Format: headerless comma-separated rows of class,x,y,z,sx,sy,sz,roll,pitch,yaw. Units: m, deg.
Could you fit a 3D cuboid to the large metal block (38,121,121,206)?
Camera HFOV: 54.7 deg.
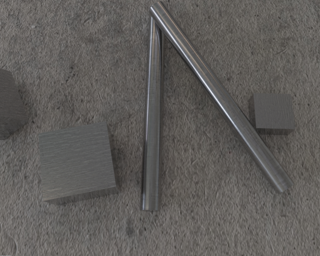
large metal block,-0.096,0.044,0.378,0.081,0.050,0.080,-11,70,-4

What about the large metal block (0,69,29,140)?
large metal block,-0.224,-0.034,0.382,0.050,0.080,0.080,-33,71,19

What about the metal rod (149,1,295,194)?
metal rod,0.075,-0.049,0.412,0.025,0.025,0.299,-31,78,-11

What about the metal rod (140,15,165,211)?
metal rod,-0.008,-0.041,0.423,0.025,0.025,0.299,2,70,0

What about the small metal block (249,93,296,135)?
small metal block,0.149,-0.018,0.416,0.050,0.025,0.050,2,70,0
